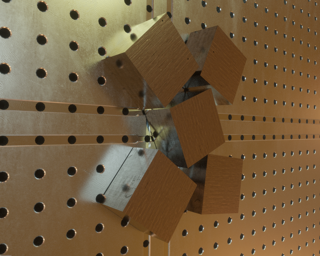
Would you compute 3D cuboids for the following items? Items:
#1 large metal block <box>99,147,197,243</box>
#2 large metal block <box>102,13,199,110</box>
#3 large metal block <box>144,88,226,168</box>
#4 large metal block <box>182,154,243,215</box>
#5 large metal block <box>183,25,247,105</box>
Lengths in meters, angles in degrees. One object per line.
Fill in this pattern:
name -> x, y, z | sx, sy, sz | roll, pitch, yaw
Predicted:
large metal block -> -0.012, 0.080, 0.380 | 0.080, 0.050, 0.080 | 45, 63, -30
large metal block -> -0.009, -0.080, 0.384 | 0.080, 0.050, 0.080 | -51, 120, -27
large metal block -> 0.036, -0.002, 0.421 | 0.081, 0.050, 0.080 | -28, 108, -36
large metal block -> 0.073, 0.080, 0.453 | 0.081, 0.050, 0.080 | 12, 83, -40
large metal block -> 0.075, -0.087, 0.453 | 0.080, 0.050, 0.080 | 33, 70, -38
